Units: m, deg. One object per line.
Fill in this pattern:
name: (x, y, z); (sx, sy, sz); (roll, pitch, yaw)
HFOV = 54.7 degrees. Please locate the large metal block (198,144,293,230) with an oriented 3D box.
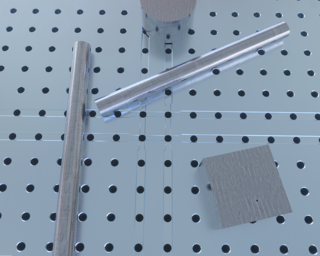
large metal block: (0.098, 0.072, 0.373); (0.081, 0.050, 0.080); (-12, 71, -5)

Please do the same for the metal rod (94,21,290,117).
metal rod: (0.052, -0.088, 0.444); (0.302, 0.025, 0.025); (-24, 72, -9)

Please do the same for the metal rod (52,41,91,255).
metal rod: (-0.112, 0.020, 0.402); (0.025, 0.025, 0.299); (0, 70, -1)

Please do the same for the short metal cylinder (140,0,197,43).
short metal cylinder: (0.012, -0.176, 0.463); (0.081, 0.050, 0.080); (0, 70, 0)
